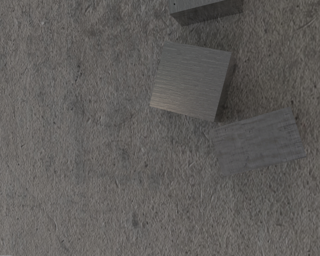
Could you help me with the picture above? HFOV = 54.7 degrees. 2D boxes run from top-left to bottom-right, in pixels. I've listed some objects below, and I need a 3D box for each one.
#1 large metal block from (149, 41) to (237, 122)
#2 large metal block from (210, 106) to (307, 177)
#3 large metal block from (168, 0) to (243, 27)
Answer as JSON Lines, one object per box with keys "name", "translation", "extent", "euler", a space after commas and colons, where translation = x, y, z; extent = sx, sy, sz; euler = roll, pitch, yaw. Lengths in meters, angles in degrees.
{"name": "large metal block", "translation": [0.042, -0.055, 0.381], "extent": [0.080, 0.050, 0.080], "euler": [15, 95, 19]}
{"name": "large metal block", "translation": [0.108, 0.014, 0.342], "extent": [0.080, 0.080, 0.050], "euler": [-17, 84, 19]}
{"name": "large metal block", "translation": [0.053, -0.179, 0.377], "extent": [0.080, 0.050, 0.080], "euler": [-7, 88, 20]}
